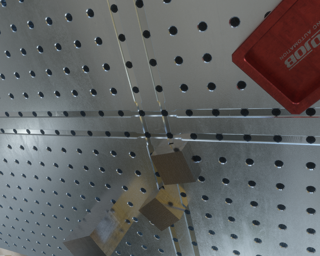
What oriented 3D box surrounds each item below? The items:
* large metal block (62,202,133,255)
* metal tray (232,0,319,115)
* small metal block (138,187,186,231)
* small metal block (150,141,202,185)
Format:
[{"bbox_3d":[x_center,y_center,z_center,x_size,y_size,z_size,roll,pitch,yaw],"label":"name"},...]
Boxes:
[{"bbox_3d":[-0.108,0.183,0.544,0.080,0.080,0.050,-27,104,37],"label":"large metal block"},{"bbox_3d":[0.142,-0.084,0.280,0.090,0.030,0.129,42,129,-1],"label":"metal tray"},{"bbox_3d":[0.003,0.129,0.488,0.050,0.025,0.050,43,129,-2],"label":"small metal block"},{"bbox_3d":[0.022,0.050,0.429,0.050,0.025,0.050,-13,112,33],"label":"small metal block"}]
